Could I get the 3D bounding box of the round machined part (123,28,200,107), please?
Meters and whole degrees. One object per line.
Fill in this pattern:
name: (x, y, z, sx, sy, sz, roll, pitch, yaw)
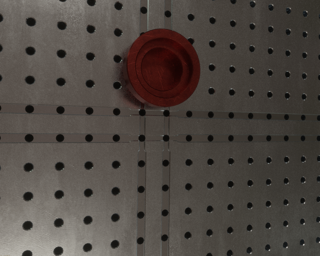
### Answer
round machined part: (-0.001, -0.075, 0.404, 0.099, 0.042, 0.097, 0, 90, -21)
